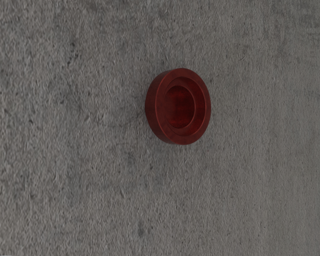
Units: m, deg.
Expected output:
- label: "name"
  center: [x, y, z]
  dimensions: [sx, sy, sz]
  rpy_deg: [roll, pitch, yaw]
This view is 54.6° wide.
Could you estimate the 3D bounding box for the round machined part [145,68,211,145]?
- label: "round machined part"
  center: [0.019, -0.027, 0.409]
  dimensions: [0.099, 0.042, 0.097]
  rpy_deg: [0, 90, -40]
